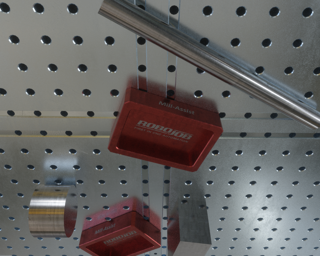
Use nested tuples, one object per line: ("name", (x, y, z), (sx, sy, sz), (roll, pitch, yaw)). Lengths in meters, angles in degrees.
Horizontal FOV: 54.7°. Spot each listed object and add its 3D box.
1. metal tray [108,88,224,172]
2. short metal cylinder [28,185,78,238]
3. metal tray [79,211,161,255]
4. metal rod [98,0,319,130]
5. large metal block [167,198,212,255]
("metal tray", (0.005, 0.007, 0.413), (0.131, 0.030, 0.089), (15, 129, -13))
("short metal cylinder", (-0.164, 0.129, 0.484), (0.050, 0.080, 0.079), (1, 130, -1))
("metal tray", (-0.075, 0.211, 0.587), (0.130, 0.030, 0.090), (-27, 125, 21))
("metal rod", (0.074, -0.067, 0.355), (0.302, 0.025, 0.025), (24, 126, -19))
("large metal block", (0.046, 0.179, 0.529), (0.050, 0.080, 0.079), (10, 130, -8))
